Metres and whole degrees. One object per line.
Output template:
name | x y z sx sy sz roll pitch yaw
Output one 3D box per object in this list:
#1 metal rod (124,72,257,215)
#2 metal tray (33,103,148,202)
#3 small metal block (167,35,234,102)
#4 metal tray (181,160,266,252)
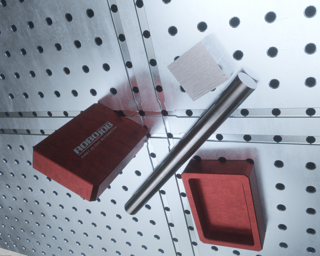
metal rod | 0.023 0.042 0.423 0.025 0.025 0.298 39 129 2
metal tray | -0.084 0.024 0.401 0.090 0.131 0.030 28 128 10
small metal block | 0.045 -0.066 0.346 0.050 0.025 0.050 -32 101 37
metal tray | 0.089 0.106 0.426 0.090 0.030 0.129 -3 117 29
